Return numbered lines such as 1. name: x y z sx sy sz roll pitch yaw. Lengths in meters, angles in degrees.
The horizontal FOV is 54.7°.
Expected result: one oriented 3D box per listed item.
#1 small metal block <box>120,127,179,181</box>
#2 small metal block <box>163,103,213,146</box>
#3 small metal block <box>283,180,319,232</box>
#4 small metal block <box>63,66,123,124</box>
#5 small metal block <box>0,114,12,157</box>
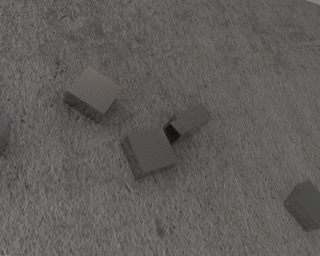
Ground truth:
1. small metal block: -0.013 0.030 0.378 0.050 0.025 0.050 -12 68 -33
2. small metal block: 0.032 -0.003 0.407 0.050 0.050 0.025 -24 75 -37
3. small metal block: 0.215 0.113 0.450 0.050 0.025 0.050 -33 80 -38
4. small metal block: -0.082 -0.041 0.384 0.050 0.025 0.050 33 51 -7
5. small metal block: -0.173 0.003 0.293 0.050 0.050 0.025 24 53 -14
